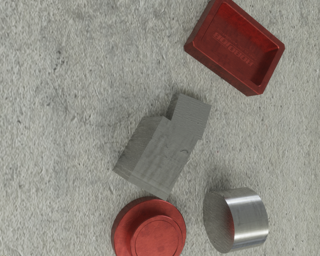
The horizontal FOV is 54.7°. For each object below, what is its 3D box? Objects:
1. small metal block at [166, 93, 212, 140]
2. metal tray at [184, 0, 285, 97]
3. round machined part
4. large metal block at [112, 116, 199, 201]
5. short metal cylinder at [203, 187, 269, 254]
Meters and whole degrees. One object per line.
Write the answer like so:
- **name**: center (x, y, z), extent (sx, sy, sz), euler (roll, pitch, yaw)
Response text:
- **small metal block**: center (0.037, -0.015, 0.424), extent (0.050, 0.025, 0.050), euler (20, 83, -19)
- **metal tray**: center (0.110, -0.116, 0.448), extent (0.130, 0.030, 0.090), euler (32, 79, -18)
- **round machined part**: center (-0.010, 0.141, 0.398), extent (0.099, 0.042, 0.097), euler (0, 90, -21)
- **large metal block**: center (-0.009, 0.034, 0.378), extent (0.050, 0.080, 0.080), euler (32, 80, -18)
- **short metal cylinder**: center (0.099, 0.123, 0.418), extent (0.050, 0.080, 0.079), euler (-2, 91, -20)
